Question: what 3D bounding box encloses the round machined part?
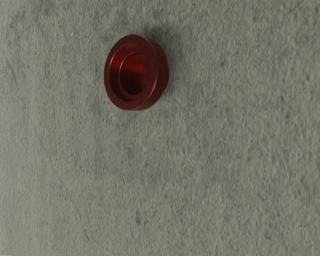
[{"bbox_3d":[-0.027,-0.072,0.414,0.098,0.042,0.097,0,90,39],"label":"round machined part"}]
